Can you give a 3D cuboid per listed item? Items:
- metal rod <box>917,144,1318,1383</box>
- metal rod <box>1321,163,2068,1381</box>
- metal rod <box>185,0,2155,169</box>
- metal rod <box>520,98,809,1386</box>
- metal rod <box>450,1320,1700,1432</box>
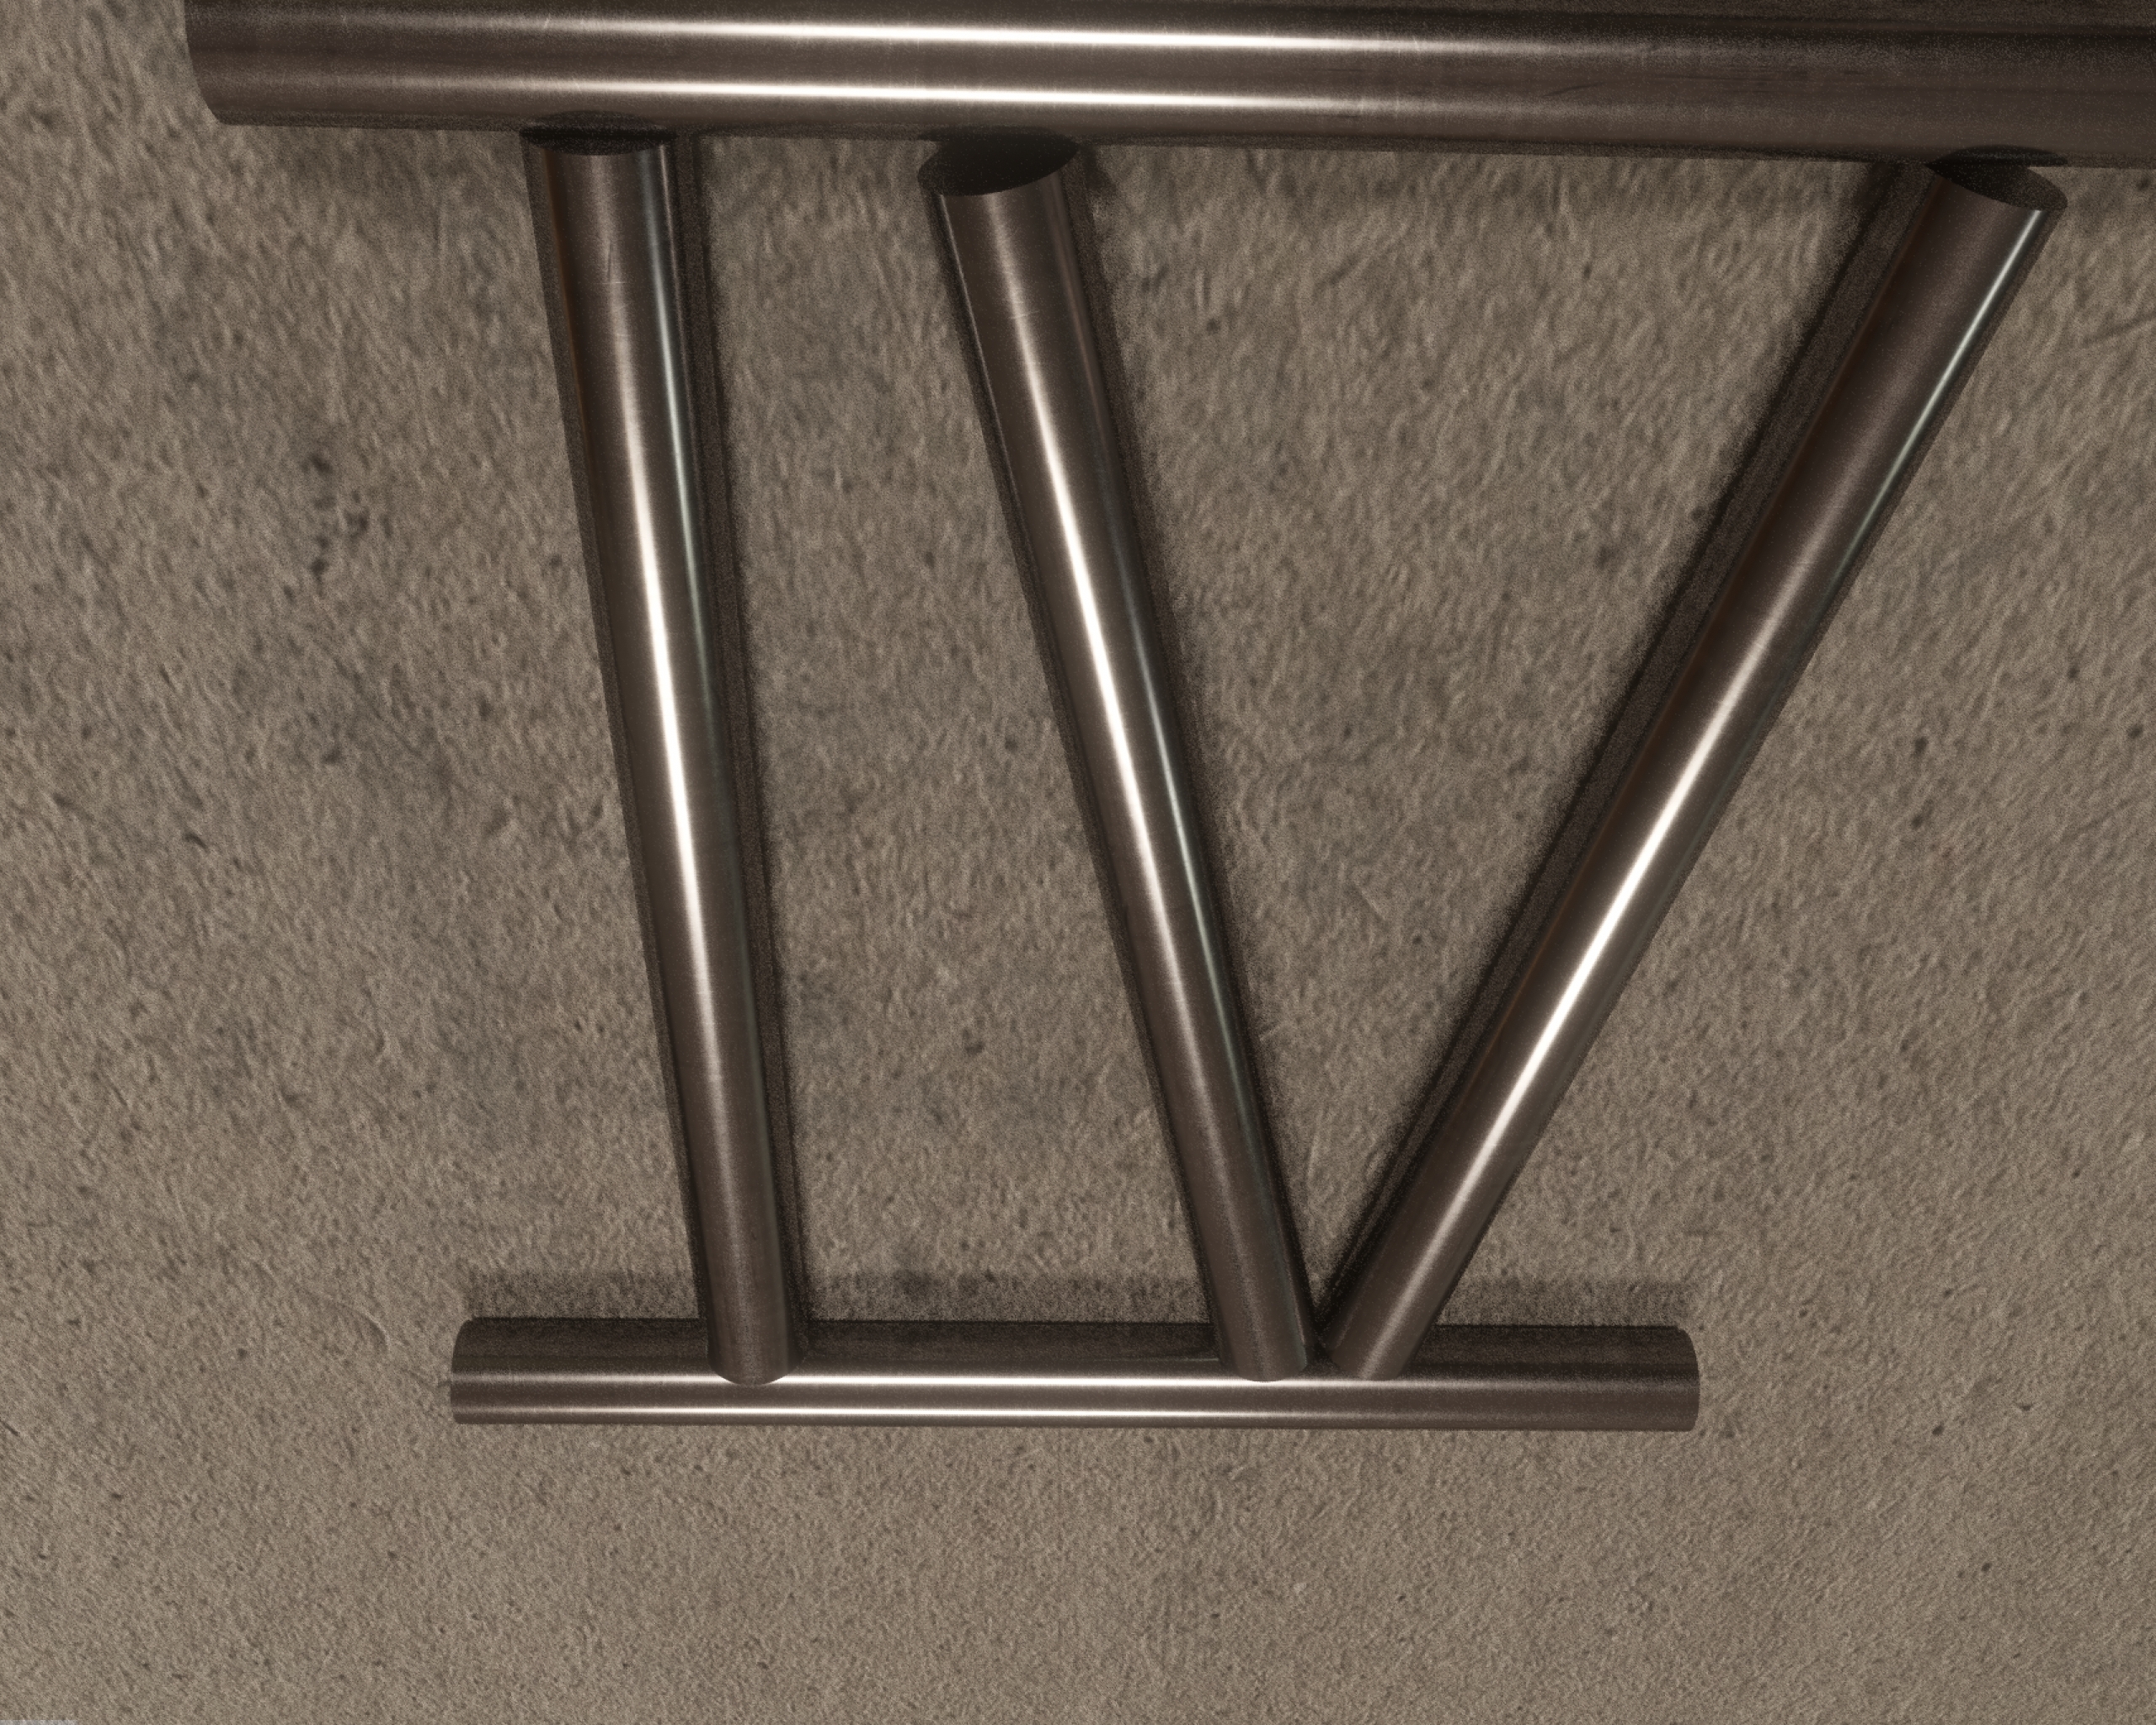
[{"bbox_3d":[0.017,0.005,0.412,0.025,0.025,0.298,-9,130,7],"label":"metal rod"},{"bbox_3d":[0.105,0.005,0.413,0.025,0.025,0.298,10,129,-9],"label":"metal rod"},{"bbox_3d":[0.026,-0.119,0.308,0.302,0.025,0.025,1,130,-2],"label":"metal rod"},{"bbox_3d":[-0.074,0.003,0.409,0.025,0.025,0.298,1,130,-1],"label":"metal rod"},{"bbox_3d":[0.000,0.127,0.516,0.302,0.025,0.025,1,130,-2],"label":"metal rod"}]
